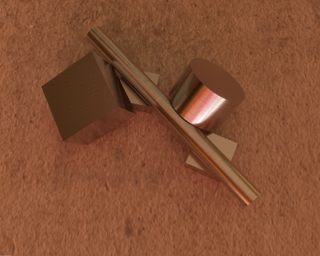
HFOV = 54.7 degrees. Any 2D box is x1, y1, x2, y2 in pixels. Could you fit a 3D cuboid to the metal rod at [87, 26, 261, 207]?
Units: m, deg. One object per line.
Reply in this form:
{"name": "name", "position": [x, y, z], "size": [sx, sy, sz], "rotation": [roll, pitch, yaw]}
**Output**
{"name": "metal rod", "position": [0.007, -0.024, 0.392], "size": [0.025, 0.025, 0.300], "rotation": [-39, 75, -13]}

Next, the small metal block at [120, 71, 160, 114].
{"name": "small metal block", "position": [-0.030, -0.051, 0.428], "size": [0.050, 0.025, 0.050], "rotation": [12, 70, 4]}

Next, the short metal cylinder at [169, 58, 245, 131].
{"name": "short metal cylinder", "position": [0.059, -0.043, 0.391], "size": [0.080, 0.050, 0.080], "rotation": [23, 37, -19]}

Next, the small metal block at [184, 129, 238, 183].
{"name": "small metal block", "position": [0.065, 0.035, 0.398], "size": [0.050, 0.025, 0.050], "rotation": [23, 71, 8]}

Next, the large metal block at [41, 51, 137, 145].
{"name": "large metal block", "position": [-0.089, -0.035, 0.390], "size": [0.080, 0.050, 0.080], "rotation": [-31, 72, 13]}
